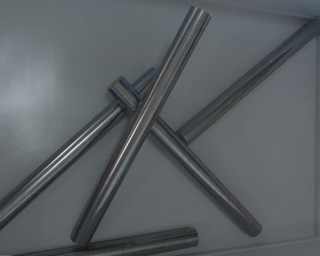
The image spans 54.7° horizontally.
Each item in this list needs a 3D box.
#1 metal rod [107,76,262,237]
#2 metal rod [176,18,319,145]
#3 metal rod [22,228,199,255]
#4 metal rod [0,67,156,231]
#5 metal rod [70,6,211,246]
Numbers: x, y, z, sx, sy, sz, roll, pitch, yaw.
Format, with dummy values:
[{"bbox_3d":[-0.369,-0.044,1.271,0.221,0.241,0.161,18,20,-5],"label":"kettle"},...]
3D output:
[{"bbox_3d":[0.044,0.050,0.411,0.300,0.025,0.025,47,76,-20],"label":"metal rod"},{"bbox_3d":[0.142,-0.076,0.462,0.301,0.025,0.025,-39,103,-16],"label":"metal rod"},{"bbox_3d":[-0.094,0.156,0.375,0.303,0.025,0.025,-2,91,-20],"label":"metal rod"},{"bbox_3d":[-0.108,0.031,0.370,0.301,0.025,0.025,-44,104,-15],"label":"metal rod"},{"bbox_3d":[-0.027,0.005,0.354,0.025,0.025,0.299,26,99,-18],"label":"metal rod"}]
